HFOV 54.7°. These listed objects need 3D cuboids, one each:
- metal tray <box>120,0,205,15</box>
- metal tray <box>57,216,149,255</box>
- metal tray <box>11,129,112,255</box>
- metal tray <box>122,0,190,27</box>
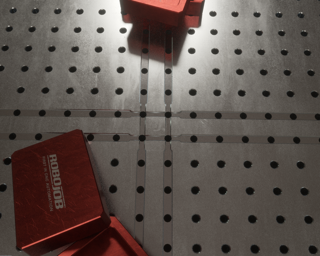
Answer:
[{"bbox_3d":[0.006,-0.229,0.492,0.131,0.030,0.090,4,70,1],"label":"metal tray"},{"bbox_3d":[-0.073,0.166,0.319,0.131,0.030,0.090,-32,67,-34],"label":"metal tray"},{"bbox_3d":[-0.118,0.068,0.358,0.091,0.030,0.130,-21,50,-8],"label":"metal tray"},{"bbox_3d":[0.007,-0.220,0.456,0.090,0.030,0.130,17,71,5],"label":"metal tray"}]
